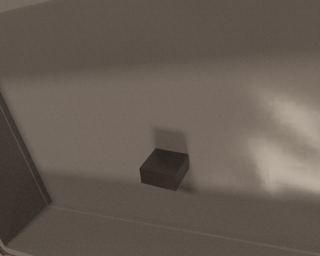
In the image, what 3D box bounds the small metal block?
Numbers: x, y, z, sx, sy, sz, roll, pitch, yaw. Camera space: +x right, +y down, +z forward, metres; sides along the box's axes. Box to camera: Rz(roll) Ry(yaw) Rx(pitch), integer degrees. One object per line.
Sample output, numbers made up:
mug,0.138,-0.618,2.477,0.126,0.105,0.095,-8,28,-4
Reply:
small metal block,0.007,0.055,0.422,0.050,0.050,0.025,9,122,23
